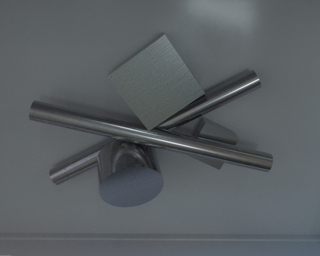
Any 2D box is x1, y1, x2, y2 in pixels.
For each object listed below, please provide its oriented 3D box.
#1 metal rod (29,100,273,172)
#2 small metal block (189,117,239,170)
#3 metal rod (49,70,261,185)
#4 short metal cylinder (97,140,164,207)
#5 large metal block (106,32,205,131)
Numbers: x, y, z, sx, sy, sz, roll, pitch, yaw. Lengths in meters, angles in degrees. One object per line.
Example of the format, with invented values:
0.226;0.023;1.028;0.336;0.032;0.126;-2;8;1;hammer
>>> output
-0.006;0.012;0.387;0.302;0.025;0.025;13;110;-5;metal rod
0.069;0.021;0.417;0.050;0.025;0.050;25;108;-10;small metal block
-0.013;0.003;0.410;0.301;0.025;0.025;-26;108;8;metal rod
-0.040;0.058;0.402;0.081;0.050;0.079;-8;133;-9;short metal cylinder
-0.004;-0.057;0.375;0.080;0.050;0.080;-34;107;11;large metal block
